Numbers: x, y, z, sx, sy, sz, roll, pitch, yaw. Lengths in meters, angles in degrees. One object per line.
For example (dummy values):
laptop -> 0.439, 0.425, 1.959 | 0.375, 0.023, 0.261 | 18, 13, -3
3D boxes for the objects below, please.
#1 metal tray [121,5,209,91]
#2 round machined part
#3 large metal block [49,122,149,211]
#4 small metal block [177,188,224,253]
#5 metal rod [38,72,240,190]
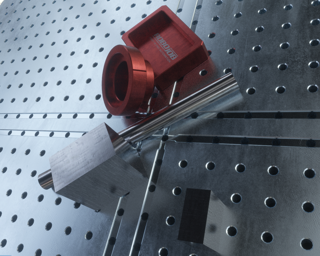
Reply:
metal tray -> 0.004, -0.127, 0.479 | 0.090, 0.030, 0.130 | -35, 51, 4
round machined part -> -0.043, -0.065, 0.438 | 0.098, 0.042, 0.097 | 0, 90, 56
large metal block -> -0.073, 0.050, 0.379 | 0.080, 0.080, 0.050 | -33, 52, 7
small metal block -> 0.043, 0.093, 0.312 | 0.025, 0.050, 0.050 | -1, 62, 28
metal rod -> -0.036, 0.009, 0.420 | 0.301, 0.025, 0.025 | -28, 53, 10
